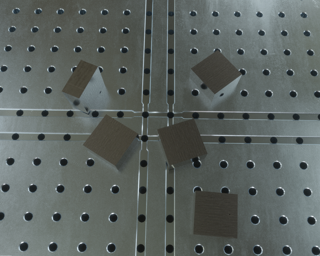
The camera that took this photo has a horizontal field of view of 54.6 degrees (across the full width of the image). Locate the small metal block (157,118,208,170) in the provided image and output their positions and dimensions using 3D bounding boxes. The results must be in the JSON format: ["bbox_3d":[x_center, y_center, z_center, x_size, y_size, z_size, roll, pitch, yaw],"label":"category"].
[{"bbox_3d":[0.028,0.021,0.404,0.050,0.025,0.050,-17,71,-6],"label":"small metal block"}]

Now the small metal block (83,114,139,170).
[{"bbox_3d":[-0.063,0.018,0.405,0.050,0.025,0.050,31,73,10],"label":"small metal block"}]

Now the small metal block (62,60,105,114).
[{"bbox_3d":[-0.102,-0.054,0.418,0.025,0.050,0.050,23,72,8],"label":"small metal block"}]

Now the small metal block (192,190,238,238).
[{"bbox_3d":[0.066,0.105,0.374,0.050,0.025,0.050,5,70,2],"label":"small metal block"}]

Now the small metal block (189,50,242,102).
[{"bbox_3d":[0.078,-0.074,0.439,0.050,0.025,0.050,-36,74,-12],"label":"small metal block"}]
